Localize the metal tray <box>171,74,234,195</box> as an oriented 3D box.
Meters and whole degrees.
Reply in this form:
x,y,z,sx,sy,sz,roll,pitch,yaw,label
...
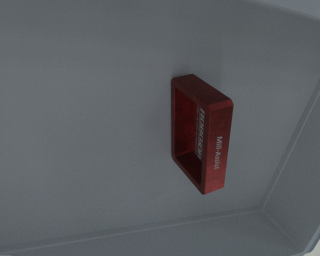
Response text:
x,y,z,sx,sy,sz,roll,pitch,yaw,label
0.048,0.008,0.393,0.030,0.090,0.129,-16,125,-21,metal tray
